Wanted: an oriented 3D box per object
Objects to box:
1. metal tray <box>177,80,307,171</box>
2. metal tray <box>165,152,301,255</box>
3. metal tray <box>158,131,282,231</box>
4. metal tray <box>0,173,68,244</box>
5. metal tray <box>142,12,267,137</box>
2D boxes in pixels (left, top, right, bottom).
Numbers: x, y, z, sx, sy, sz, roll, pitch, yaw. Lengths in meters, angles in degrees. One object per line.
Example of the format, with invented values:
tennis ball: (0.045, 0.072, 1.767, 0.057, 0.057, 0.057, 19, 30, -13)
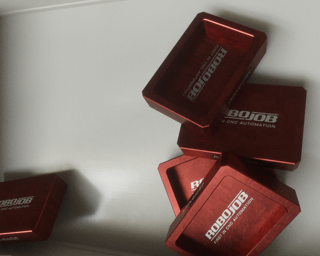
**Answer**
metal tray: (0.093, -0.006, 0.357, 0.130, 0.030, 0.090, 7, 70, 19)
metal tray: (0.075, 0.101, 0.341, 0.090, 0.030, 0.129, 30, 115, 1)
metal tray: (0.073, 0.064, 0.381, 0.130, 0.030, 0.090, -23, 82, 18)
metal tray: (-0.209, 0.119, 0.453, 0.130, 0.030, 0.090, -11, 44, 19)
metal tray: (0.052, -0.066, 0.359, 0.090, 0.030, 0.130, 30, 79, 25)
